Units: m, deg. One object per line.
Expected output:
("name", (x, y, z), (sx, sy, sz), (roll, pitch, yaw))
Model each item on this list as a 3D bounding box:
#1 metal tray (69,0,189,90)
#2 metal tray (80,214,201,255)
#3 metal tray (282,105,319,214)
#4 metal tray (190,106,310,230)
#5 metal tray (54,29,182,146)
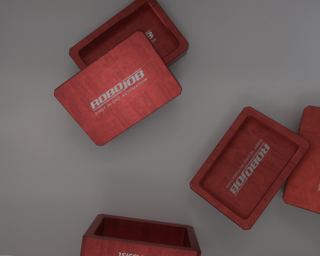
("metal tray", (-0.039, -0.101, 0.408), (0.130, 0.030, 0.090), (-37, 90, 0))
("metal tray", (-0.021, 0.140, 0.378), (0.131, 0.090, 0.030), (8, 90, 0))
("metal tray", (0.217, 0.044, 0.389), (0.090, 0.030, 0.129), (13, 90, 30))
("metal tray", (0.111, 0.049, 0.393), (0.090, 0.030, 0.130), (36, 90, 23))
("metal tray", (-0.050, -0.048, 0.384), (0.130, 0.030, 0.090), (-33, 108, 9))
